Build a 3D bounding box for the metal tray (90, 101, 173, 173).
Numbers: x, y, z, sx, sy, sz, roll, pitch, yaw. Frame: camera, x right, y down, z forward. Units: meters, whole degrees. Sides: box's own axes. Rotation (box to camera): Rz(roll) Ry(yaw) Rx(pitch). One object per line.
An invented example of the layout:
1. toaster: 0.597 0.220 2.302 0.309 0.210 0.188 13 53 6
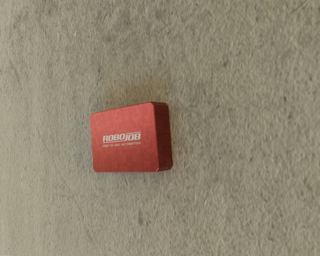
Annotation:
1. metal tray: -0.045 0.016 0.440 0.130 0.030 0.090 -7 85 40
